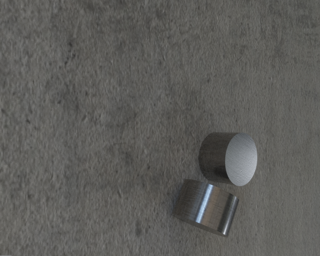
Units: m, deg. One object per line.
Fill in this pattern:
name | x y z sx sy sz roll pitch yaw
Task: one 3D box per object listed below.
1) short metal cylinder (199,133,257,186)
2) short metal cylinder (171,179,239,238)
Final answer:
short metal cylinder | 0.106 0.046 0.481 0.081 0.050 0.079 0 90 -40
short metal cylinder | 0.062 0.110 0.424 0.080 0.080 0.050 36 68 -35
